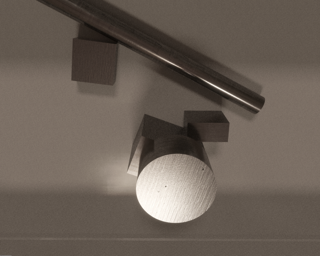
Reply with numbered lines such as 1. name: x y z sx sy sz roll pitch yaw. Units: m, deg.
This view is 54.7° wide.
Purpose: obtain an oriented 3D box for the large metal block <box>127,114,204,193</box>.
1. large metal block: 0.008 0.030 0.393 0.080 0.080 0.050 20 109 -8

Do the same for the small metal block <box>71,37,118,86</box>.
1. small metal block: -0.079 -0.082 0.380 0.050 0.025 0.050 7 110 -3

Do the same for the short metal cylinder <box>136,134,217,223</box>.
1. short metal cylinder: 0.016 0.053 0.333 0.081 0.050 0.079 0 110 -1

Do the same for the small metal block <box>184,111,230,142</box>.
1. small metal block: 0.058 -0.003 0.398 0.050 0.050 0.025 0 110 -1

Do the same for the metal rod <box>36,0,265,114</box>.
1. metal rod: -0.005 -0.094 0.376 0.301 0.025 0.025 26 108 -10
